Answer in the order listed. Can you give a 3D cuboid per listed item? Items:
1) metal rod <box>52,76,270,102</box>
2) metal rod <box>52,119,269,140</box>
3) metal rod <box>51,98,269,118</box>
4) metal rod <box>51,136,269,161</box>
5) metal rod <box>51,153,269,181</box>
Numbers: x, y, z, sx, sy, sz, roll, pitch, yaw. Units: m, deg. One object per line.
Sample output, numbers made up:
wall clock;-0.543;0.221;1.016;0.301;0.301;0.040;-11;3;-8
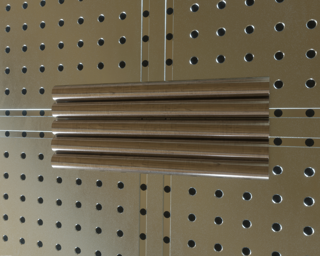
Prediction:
metal rod;-0.012;-0.050;0.416;0.301;0.025;0.025;1;90;19
metal rod;-0.013;0.001;0.416;0.301;0.025;0.025;1;90;19
metal rod;-0.013;-0.025;0.416;0.301;0.025;0.025;1;90;19
metal rod;-0.013;0.026;0.416;0.301;0.025;0.025;1;90;19
metal rod;-0.013;0.050;0.416;0.301;0.025;0.025;0;90;19
